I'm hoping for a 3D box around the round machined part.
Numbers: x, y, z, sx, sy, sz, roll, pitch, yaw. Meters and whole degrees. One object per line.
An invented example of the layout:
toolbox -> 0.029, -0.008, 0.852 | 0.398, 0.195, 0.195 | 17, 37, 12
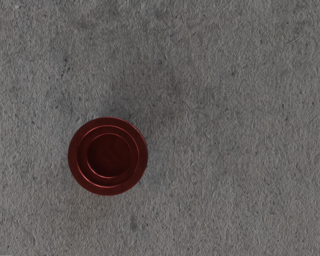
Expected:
round machined part -> -0.064, 0.035, 0.401 | 0.099, 0.042, 0.097 | 0, 90, 0
